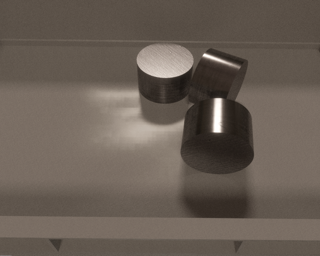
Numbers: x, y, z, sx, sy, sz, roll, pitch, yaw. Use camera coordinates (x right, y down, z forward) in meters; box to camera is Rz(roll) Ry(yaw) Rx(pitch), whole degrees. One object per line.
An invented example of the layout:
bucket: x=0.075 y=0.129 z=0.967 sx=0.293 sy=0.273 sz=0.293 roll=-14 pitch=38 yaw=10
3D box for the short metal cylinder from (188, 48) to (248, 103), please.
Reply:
short metal cylinder: x=0.080 y=-0.062 z=0.423 sx=0.050 sy=0.080 sz=0.080 roll=24 pitch=54 yaw=19

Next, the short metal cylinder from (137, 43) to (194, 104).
short metal cylinder: x=0.007 y=-0.082 z=0.458 sx=0.081 sy=0.050 sz=0.080 roll=0 pitch=50 yaw=0

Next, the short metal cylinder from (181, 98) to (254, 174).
short metal cylinder: x=0.067 y=0.011 z=0.361 sx=0.080 sy=0.080 sz=0.050 roll=6 pitch=51 yaw=5

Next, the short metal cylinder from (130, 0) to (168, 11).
short metal cylinder: x=-0.022 y=-0.282 z=0.628 sx=0.081 sy=0.050 sz=0.080 roll=0 pitch=50 yaw=0
